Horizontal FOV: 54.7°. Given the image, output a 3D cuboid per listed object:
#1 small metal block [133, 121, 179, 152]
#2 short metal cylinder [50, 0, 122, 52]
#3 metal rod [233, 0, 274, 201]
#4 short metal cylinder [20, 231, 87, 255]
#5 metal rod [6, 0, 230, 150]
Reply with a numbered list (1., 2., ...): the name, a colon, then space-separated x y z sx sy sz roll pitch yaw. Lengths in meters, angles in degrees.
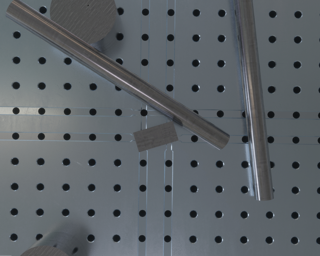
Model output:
1. small metal block: -0.005 0.010 0.401 0.050 0.050 0.025 -17 91 0
2. short metal cylinder: -0.093 -0.141 0.400 0.081 0.050 0.079 0 90 0
3. metal rod: 0.123 -0.054 0.414 0.025 0.025 0.298 -6 90 0
4. short metal cylinder: -0.140 0.182 0.400 0.081 0.050 0.079 0 90 0
5. metal rod: -0.040 -0.058 0.381 0.301 0.025 0.025 31 90 -13
